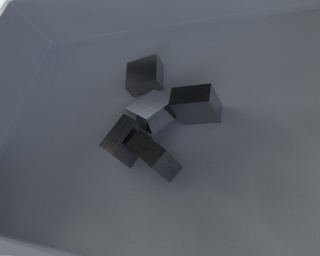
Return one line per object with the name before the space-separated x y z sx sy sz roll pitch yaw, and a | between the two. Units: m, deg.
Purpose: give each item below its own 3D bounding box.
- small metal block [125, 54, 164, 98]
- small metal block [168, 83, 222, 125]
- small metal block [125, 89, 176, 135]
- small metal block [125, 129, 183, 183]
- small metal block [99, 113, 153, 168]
small metal block | -0.023 -0.078 0.464 0.050 0.025 0.050 -13 56 21
small metal block | 0.045 -0.028 0.382 0.050 0.050 0.025 -3 60 26
small metal block | -0.009 -0.022 0.408 0.050 0.025 0.050 -36 38 -22
small metal block | -0.006 0.034 0.371 0.025 0.050 0.050 -49 52 -6
small metal block | -0.042 0.017 0.398 0.025 0.050 0.050 31 79 32
